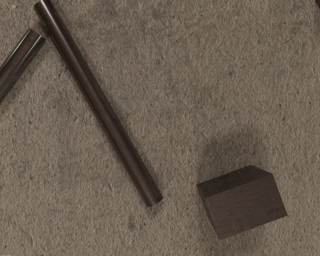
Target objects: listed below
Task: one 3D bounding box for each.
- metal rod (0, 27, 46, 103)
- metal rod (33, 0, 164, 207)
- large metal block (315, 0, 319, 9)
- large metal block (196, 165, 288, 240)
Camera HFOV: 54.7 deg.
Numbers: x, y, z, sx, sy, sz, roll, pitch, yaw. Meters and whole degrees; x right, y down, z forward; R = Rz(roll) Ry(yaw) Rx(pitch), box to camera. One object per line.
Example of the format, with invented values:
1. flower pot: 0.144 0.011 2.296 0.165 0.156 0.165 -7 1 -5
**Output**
1. metal rod: -0.249 -0.003 0.406 0.025 0.025 0.299 36 90 -1
2. metal rod: -0.080 -0.032 0.408 0.025 0.025 0.299 -30 90 0
3. large metal block: 0.268 -0.161 0.401 0.080 0.050 0.080 -31 90 0
4. large metal block: 0.096 0.088 0.384 0.080 0.080 0.050 -20 90 0
